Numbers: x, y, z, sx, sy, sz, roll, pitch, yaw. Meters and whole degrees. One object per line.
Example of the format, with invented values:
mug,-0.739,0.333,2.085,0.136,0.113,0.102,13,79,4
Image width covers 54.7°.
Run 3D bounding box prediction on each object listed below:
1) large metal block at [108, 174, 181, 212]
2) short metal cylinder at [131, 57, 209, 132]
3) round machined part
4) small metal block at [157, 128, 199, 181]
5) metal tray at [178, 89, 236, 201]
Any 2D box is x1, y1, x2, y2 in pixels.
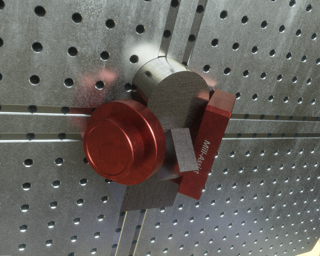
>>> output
large metal block,-0.017,0.063,0.424,0.081,0.050,0.079,2,118,-30
short metal cylinder,0.012,-0.040,0.376,0.081,0.050,0.079,-14,124,-21
round machined part,-0.046,0.019,0.345,0.042,0.098,0.097,-26,137,-56
small metal block,0.016,0.032,0.368,0.025,0.050,0.050,-2,162,-31
metal tray,0.064,0.021,0.419,0.030,0.090,0.129,20,115,10
